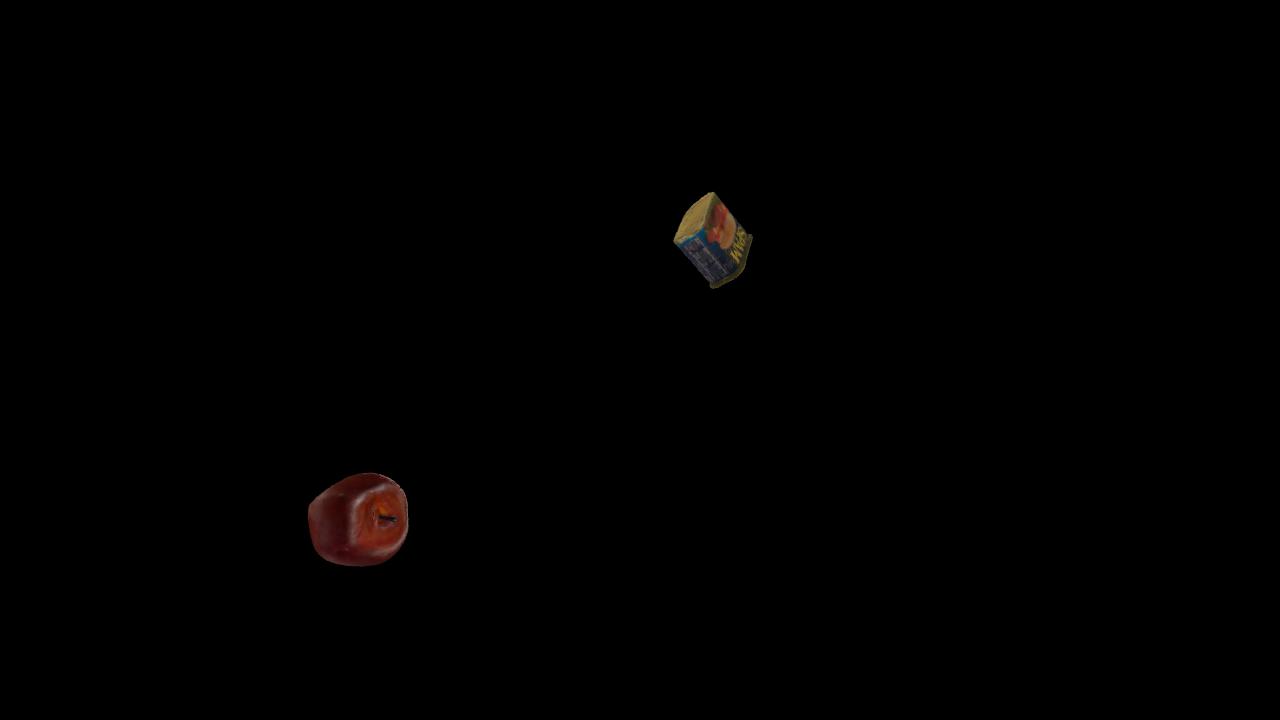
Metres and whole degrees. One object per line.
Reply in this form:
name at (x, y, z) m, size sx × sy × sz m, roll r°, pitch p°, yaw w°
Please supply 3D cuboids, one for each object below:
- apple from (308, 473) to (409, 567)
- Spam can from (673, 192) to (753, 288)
apple at (-0.238, 0.136, 0.522) m, size 0.093 × 0.079 × 0.079 m, roll -10°, pitch -5°, yaw 34°
Spam can at (0.097, -0.160, 0.814) m, size 0.058 × 0.101 × 0.085 m, roll -26°, pitch -60°, yaw 39°
